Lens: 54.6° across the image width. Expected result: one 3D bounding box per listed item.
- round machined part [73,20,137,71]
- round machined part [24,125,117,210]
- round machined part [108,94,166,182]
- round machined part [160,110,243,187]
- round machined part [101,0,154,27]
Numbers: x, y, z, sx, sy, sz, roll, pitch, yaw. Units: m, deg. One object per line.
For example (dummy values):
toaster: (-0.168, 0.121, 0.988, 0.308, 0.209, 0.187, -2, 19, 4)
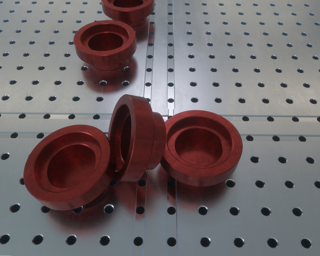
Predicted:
round machined part: (-0.087, -0.132, 0.507, 0.099, 0.042, 0.098, 0, 50, 0)
round machined part: (-0.096, 0.047, 0.349, 0.098, 0.042, 0.098, -6, 51, 8)
round machined part: (-0.026, 0.013, 0.356, 0.042, 0.097, 0.098, 8, 46, -25)
round machined part: (0.046, 0.028, 0.374, 0.099, 0.042, 0.098, 1, 50, -1)
round machined part: (-0.059, -0.228, 0.589, 0.099, 0.042, 0.098, 0, 50, 0)
